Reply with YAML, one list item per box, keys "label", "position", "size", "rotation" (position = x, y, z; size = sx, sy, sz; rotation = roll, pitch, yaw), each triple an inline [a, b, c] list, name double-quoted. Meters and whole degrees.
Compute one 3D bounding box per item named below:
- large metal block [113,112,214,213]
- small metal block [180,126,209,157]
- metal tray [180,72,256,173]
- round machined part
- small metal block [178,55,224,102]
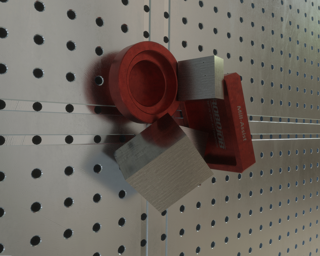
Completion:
- label: "large metal block"
  position: [0.005, 0.043, 0.370]
  size: [0.080, 0.050, 0.080]
  rotation: [-37, 130, 0]
- label: "small metal block"
  position: [0.037, 0.026, 0.436]
  size: [0.050, 0.025, 0.050]
  rotation: [14, 86, -28]
- label: "metal tray"
  position: [0.077, -0.006, 0.434]
  size: [0.030, 0.090, 0.129]
  rotation: [-23, 105, -38]
- label: "round machined part"
  position: [-0.021, -0.054, 0.382]
  size: [0.099, 0.042, 0.097]
  rotation: [0, 90, -40]
- label: "small metal block"
  position: [0.051, -0.059, 0.384]
  size: [0.025, 0.050, 0.050]
  rotation: [0, 89, -55]
